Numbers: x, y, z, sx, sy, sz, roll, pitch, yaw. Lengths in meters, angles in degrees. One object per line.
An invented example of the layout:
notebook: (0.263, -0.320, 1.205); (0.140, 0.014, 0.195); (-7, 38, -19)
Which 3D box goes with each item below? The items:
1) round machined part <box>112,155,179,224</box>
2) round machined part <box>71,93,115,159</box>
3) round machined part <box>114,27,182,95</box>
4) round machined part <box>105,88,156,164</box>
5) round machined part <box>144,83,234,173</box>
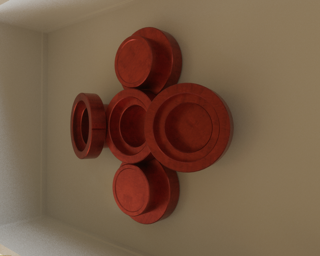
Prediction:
round machined part: (-0.026, 0.080, 0.415); (0.098, 0.042, 0.097); (0, 90, 40)
round machined part: (-0.099, -0.003, 0.465); (0.098, 0.042, 0.097); (0, 89, 57)
round machined part: (-0.023, -0.085, 0.412); (0.098, 0.042, 0.097); (0, 90, 40)
round machined part: (-0.027, -0.003, 0.415); (0.098, 0.042, 0.097); (0, 90, 40)
round machined part: (0.035, 0.000, 0.354); (0.098, 0.042, 0.097); (0, 90, 23)
